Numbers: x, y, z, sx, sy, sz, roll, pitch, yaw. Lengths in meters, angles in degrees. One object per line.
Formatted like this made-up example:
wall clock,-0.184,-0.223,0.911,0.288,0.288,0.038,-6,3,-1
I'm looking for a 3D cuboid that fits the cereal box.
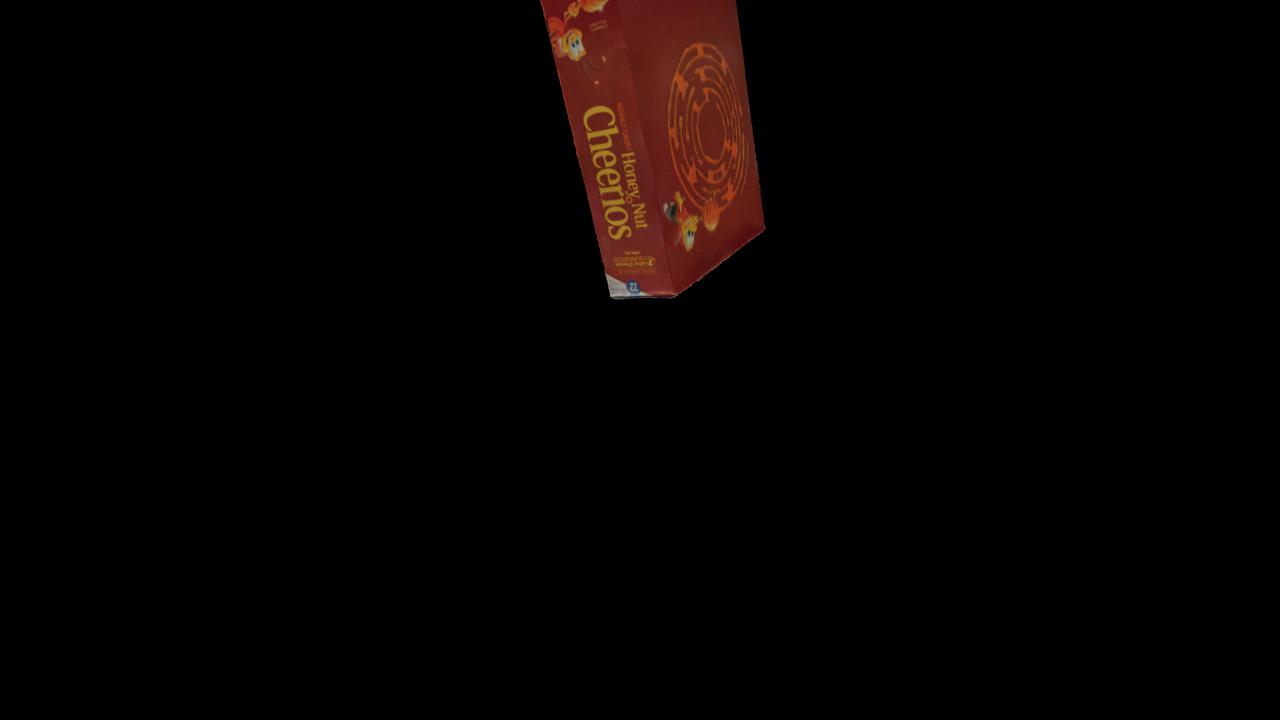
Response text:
cereal box,0.022,-0.227,0.530,0.081,0.306,0.203,4,29,34
